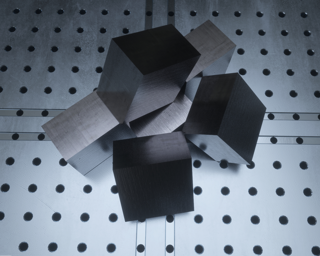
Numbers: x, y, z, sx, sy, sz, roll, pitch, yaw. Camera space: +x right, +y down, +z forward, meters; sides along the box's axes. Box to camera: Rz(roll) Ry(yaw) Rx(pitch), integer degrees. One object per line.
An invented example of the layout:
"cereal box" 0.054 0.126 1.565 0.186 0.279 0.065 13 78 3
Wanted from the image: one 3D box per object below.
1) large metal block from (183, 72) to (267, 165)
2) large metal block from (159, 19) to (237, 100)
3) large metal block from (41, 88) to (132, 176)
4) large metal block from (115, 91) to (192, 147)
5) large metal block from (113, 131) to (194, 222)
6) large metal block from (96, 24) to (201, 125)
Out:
"large metal block" 0.081 -0.010 0.379 0.050 0.080 0.080 2 63 45
"large metal block" 0.046 -0.082 0.413 0.080 0.080 0.050 -37 75 -13
"large metal block" -0.083 0.007 0.378 0.080 0.080 0.050 -36 74 -12
"large metal block" -0.008 -0.019 0.407 0.080 0.050 0.080 -37 74 -13
"large metal block" -0.007 0.055 0.355 0.080 0.080 0.050 -8 34 -3
"large metal block" -0.014 -0.058 0.337 0.081 0.080 0.050 -27 70 -36
